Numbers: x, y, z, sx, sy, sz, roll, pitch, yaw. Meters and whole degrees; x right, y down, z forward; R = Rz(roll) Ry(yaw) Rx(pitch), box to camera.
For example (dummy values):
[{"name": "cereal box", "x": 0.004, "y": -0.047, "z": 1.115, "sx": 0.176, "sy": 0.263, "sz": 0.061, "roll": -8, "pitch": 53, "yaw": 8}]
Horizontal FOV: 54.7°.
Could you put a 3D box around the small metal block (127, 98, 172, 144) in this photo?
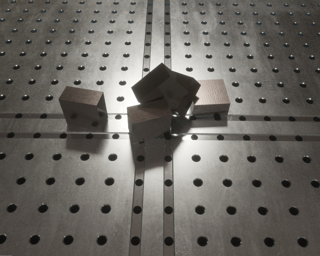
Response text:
[{"name": "small metal block", "x": -0.014, "y": -0.008, "z": 0.396, "sx": 0.050, "sy": 0.050, "sz": 0.025, "roll": -14, "pitch": 61, "yaw": -12}]

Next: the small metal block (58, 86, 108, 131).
[{"name": "small metal block", "x": -0.100, "y": -0.025, "z": 0.411, "sx": 0.050, "sy": 0.050, "sz": 0.025, "roll": 10, "pitch": 51, "yaw": 7}]

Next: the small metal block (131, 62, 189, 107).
[{"name": "small metal block", "x": 0.001, "y": -0.048, "z": 0.393, "sx": 0.050, "sy": 0.050, "sz": 0.025, "roll": -37, "pitch": 59, "yaw": 17}]

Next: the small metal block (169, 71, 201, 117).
[{"name": "small metal block", "x": 0.020, "y": -0.049, "z": 0.427, "sx": 0.050, "sy": 0.025, "sz": 0.050, "roll": 26, "pitch": 88, "yaw": 35}]

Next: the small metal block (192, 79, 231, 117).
[{"name": "small metal block", "x": 0.069, "y": -0.043, "z": 0.445, "sx": 0.050, "sy": 0.025, "sz": 0.050, "roll": -3, "pitch": 50, "yaw": -3}]
